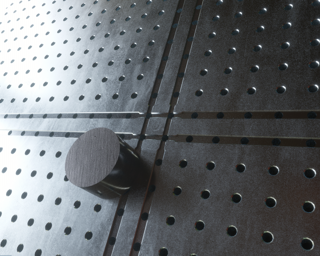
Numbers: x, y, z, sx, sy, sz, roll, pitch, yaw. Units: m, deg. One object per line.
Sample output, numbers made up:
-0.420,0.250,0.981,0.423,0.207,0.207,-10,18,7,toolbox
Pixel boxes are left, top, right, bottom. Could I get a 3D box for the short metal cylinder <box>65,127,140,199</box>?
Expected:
-0.074,0.046,0.401,0.080,0.050,0.080,-13,56,21,short metal cylinder
